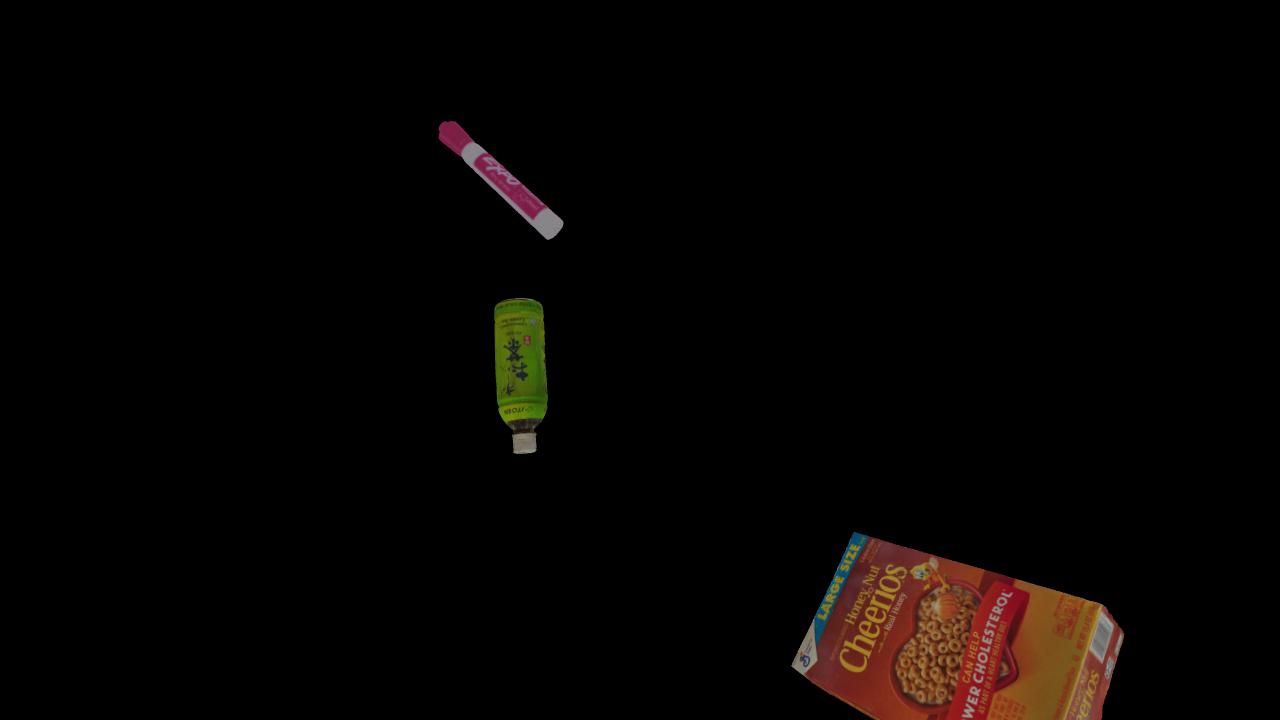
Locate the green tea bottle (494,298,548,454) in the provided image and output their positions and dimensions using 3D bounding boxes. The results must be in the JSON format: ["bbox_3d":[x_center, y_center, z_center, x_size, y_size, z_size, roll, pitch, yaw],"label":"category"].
[{"bbox_3d":[-0.164,0.023,0.854,0.073,0.212,0.073,-5,-12,-1],"label":"green tea bottle"}]

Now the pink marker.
[{"bbox_3d":[-0.107,-0.138,0.466,0.121,0.020,0.020,43,4,4],"label":"pink marker"}]

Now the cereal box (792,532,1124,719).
[{"bbox_3d":[0.343,0.336,0.710,0.081,0.203,0.306,43,-20,-24],"label":"cereal box"}]
